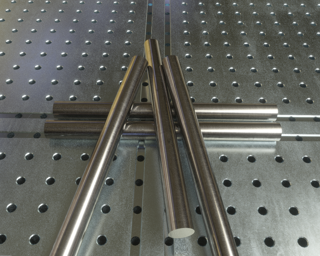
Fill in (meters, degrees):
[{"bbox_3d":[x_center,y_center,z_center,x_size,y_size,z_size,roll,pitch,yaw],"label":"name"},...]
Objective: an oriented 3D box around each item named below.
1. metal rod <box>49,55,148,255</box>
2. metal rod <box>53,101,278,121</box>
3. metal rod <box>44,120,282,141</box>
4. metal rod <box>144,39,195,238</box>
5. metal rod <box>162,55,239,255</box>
[{"bbox_3d":[-0.065,0.029,0.359,0.025,0.025,0.300,11,58,9],"label":"metal rod"},{"bbox_3d":[0.007,-0.023,0.428,0.302,0.025,0.025,1,50,0],"label":"metal rod"},{"bbox_3d":[0.004,0.003,0.405,0.302,0.025,0.025,1,50,0],"label":"metal rod"},{"bbox_3d":[0.004,-0.015,0.388,0.025,0.025,0.300,-5,50,-4],"label":"metal rod"},{"bbox_3d":[0.043,0.030,0.359,0.025,0.025,0.299,-8,58,-7],"label":"metal rod"}]
